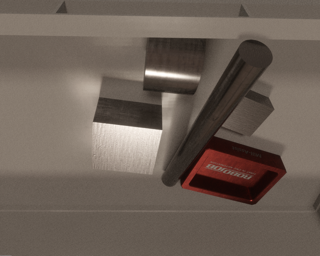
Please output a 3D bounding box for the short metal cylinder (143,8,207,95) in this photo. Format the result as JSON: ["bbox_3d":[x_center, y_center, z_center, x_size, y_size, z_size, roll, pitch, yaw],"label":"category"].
[{"bbox_3d":[0.012,-0.075,0.310,0.050,0.080,0.079,5,130,-5],"label":"short metal cylinder"}]

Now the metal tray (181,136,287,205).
[{"bbox_3d":[0.106,0.066,0.463,0.131,0.030,0.089,16,128,-14],"label":"metal tray"}]

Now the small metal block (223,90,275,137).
[{"bbox_3d":[0.106,-0.021,0.393,0.050,0.025,0.050,20,127,-17],"label":"small metal block"}]

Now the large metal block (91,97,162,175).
[{"bbox_3d":[-0.044,0.012,0.402,0.081,0.050,0.079,7,130,-7],"label":"large metal block"}]

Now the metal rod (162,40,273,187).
[{"bbox_3d":[0.041,0.013,0.347,0.025,0.025,0.299,8,153,-7],"label":"metal rod"}]
